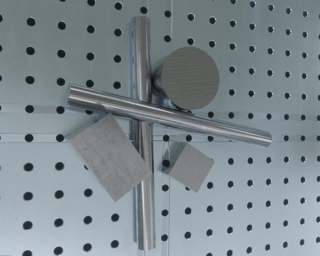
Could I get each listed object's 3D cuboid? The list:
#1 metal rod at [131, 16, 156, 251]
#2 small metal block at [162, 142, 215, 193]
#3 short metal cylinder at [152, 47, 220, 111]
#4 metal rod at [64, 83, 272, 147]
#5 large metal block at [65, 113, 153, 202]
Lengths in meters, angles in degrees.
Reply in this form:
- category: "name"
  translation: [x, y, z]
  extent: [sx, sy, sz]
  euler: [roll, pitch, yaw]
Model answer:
- category: "metal rod"
  translation: [-0.022, 0.007, 0.406]
  extent: [0.025, 0.025, 0.298]
  euler: [-2, 91, -20]
- category: "small metal block"
  translation: [0.039, 0.054, 0.429]
  extent: [0.050, 0.025, 0.050]
  euler: [35, 79, -17]
- category: "short metal cylinder"
  translation: [0.031, -0.062, 0.412]
  extent: [0.081, 0.050, 0.079]
  euler: [0, 90, -21]
- category: "metal rod"
  translation: [0.031, -0.009, 0.405]
  extent: [0.302, 0.025, 0.025]
  euler: [12, 86, -28]
- category: "large metal block"
  translation: [-0.063, 0.031, 0.360]
  extent: [0.050, 0.080, 0.080]
  euler: [-37, 102, -16]
